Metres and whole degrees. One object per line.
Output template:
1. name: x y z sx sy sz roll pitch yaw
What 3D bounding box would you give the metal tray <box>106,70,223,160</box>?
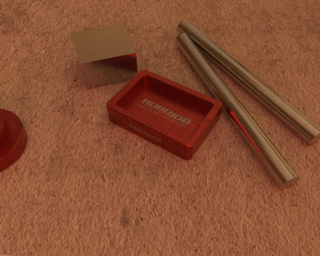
1. metal tray: 0.006 -0.023 0.418 0.130 0.030 0.090 26 55 20

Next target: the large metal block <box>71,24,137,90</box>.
1. large metal block: -0.085 -0.112 0.480 0.081 0.050 0.080 -15 52 -12

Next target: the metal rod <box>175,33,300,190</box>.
1. metal rod: 0.093 -0.044 0.441 0.025 0.025 0.300 -17 52 -14

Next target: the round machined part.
1. round machined part: -0.221 0.010 0.381 0.099 0.042 0.098 0 50 0

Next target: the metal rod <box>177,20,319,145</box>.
1. metal rod: 0.121 -0.085 0.475 0.025 0.025 0.300 -25 55 -20
